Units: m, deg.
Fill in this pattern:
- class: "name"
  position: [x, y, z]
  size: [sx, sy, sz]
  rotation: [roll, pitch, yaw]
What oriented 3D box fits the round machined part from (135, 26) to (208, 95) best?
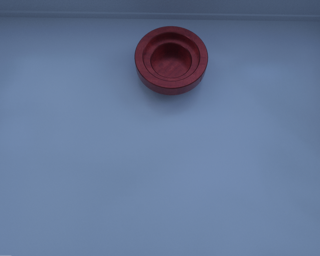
- class: "round machined part"
  position: [0.015, -0.089, 0.433]
  size: [0.099, 0.042, 0.098]
  rotation: [0, 70, 0]
